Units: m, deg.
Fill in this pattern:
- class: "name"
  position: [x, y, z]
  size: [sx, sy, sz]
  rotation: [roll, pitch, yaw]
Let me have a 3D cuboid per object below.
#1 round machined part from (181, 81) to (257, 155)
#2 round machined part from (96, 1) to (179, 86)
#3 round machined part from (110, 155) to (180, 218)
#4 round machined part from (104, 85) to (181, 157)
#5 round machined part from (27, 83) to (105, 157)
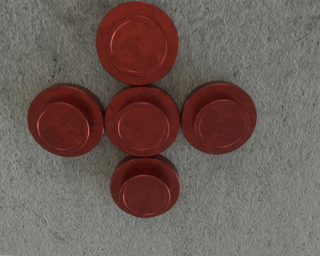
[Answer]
- class: "round machined part"
  position: [0.076, -0.009, 0.400]
  size: [0.099, 0.042, 0.097]
  rotation: [0, 110, -1]
- class: "round machined part"
  position: [-0.027, -0.098, 0.366]
  size: [0.099, 0.042, 0.097]
  rotation: [0, 110, -1]
- class: "round machined part"
  position: [-0.020, 0.086, 0.433]
  size: [0.099, 0.042, 0.097]
  rotation: [0, 110, -1]
- class: "round machined part"
  position: [-0.023, -0.006, 0.400]
  size: [0.099, 0.042, 0.097]
  rotation: [0, 110, -1]
- class: "round machined part"
  position: [-0.121, -0.006, 0.398]
  size: [0.099, 0.042, 0.097]
  rotation: [0, 110, -1]
